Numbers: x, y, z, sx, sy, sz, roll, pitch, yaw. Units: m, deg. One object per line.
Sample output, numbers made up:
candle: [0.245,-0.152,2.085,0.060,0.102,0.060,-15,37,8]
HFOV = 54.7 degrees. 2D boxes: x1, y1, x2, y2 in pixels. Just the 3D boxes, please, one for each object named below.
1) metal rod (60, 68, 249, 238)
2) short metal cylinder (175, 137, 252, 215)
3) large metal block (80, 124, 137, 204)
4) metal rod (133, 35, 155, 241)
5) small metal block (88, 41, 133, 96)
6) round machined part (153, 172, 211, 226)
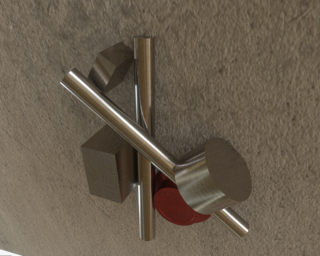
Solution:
metal rod: [0.003,0.039,0.385,0.300,0.025,0.025,43,130,-13]
short metal cylinder: [0.065,0.058,0.374,0.080,0.080,0.050,49,129,-6]
large metal block: [-0.058,0.042,0.428,0.050,0.080,0.079,11,123,22]
metal rod: [-0.019,0.031,0.416,0.025,0.025,0.298,11,117,22]
small metal block: [-0.059,-0.072,0.377,0.025,0.050,0.050,39,129,2]
round machined part: [0.030,0.100,0.443,0.098,0.042,0.097,13,124,20]
